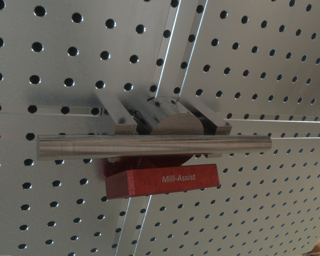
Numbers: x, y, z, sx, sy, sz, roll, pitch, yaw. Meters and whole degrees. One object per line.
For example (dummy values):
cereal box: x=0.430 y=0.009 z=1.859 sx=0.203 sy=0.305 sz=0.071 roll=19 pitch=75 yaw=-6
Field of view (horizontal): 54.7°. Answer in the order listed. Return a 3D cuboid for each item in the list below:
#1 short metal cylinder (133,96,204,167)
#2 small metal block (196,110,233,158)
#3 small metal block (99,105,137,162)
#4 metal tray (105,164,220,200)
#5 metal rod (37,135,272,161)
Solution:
short metal cylinder: x=0.009 y=0.005 z=0.403 sx=0.081 sy=0.050 sz=0.079 roll=-14 pitch=124 yaw=-21
small metal block: x=0.070 y=0.008 z=0.438 sx=0.025 sy=0.050 sz=0.050 roll=-1 pitch=119 yaw=-28
small metal block: x=-0.052 y=0.005 z=0.370 sx=0.025 sy=0.050 sz=0.050 roll=-1 pitch=119 yaw=-28
metal tray: x=0.002 y=0.073 z=0.418 sx=0.131 sy=0.090 sz=0.030 roll=0 pitch=75 yaw=-29
metal rod: x=0.016 y=0.020 z=0.368 sx=0.303 sy=0.025 sz=0.025 roll=1 pitch=118 yaw=-28
